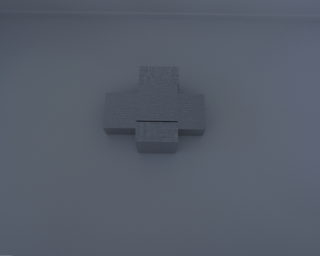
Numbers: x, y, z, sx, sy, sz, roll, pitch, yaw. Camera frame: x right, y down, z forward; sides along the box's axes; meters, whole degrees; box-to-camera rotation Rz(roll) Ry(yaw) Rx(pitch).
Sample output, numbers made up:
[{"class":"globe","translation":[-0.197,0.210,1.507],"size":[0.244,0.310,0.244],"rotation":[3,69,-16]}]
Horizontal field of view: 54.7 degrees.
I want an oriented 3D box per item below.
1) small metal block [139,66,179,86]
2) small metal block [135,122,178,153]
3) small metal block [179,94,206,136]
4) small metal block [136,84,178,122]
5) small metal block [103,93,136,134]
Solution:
[{"class":"small metal block","translation":[-0.001,-0.059,0.415],"size":[0.050,0.050,0.025],"rotation":[1,70,0]},{"class":"small metal block","translation":[-0.004,0.013,0.388],"size":[0.050,0.050,0.025],"rotation":[1,70,0]},{"class":"small metal block","translation":[0.033,-0.018,0.414],"size":[0.050,0.025,0.050],"rotation":[1,70,0]},{"class":"small metal block","translation":[-0.003,-0.028,0.390],"size":[0.050,0.025,0.050],"rotation":[1,70,0]},{"class":"small metal block","translation":[-0.047,-0.019,0.414],"size":[0.050,0.025,0.050],"rotation":[1,70,0]}]
